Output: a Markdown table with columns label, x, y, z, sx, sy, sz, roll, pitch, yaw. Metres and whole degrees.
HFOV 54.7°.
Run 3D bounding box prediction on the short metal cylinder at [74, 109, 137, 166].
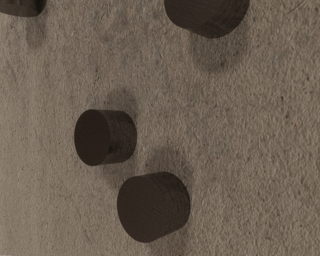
| label | x | y | z | sx | sy | sz | roll | pitch | yaw |
| --- | --- | --- | --- | --- | --- | --- | --- | --- | --- |
| short metal cylinder | -0.080 | 0.013 | 0.452 | 0.080 | 0.050 | 0.079 | 0 | 90 | 39 |

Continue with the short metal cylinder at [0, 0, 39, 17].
| label | x | y | z | sx | sy | sz | roll | pitch | yaw |
| --- | --- | --- | --- | --- | --- | --- | --- | --- | --- |
| short metal cylinder | -0.275 | -0.250 | 0.592 | 0.080 | 0.081 | 0.050 | 5 | 94 | 39 |

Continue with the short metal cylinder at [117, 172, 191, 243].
| label | x | y | z | sx | sy | sz | roll | pitch | yaw |
| --- | --- | --- | --- | --- | --- | --- | --- | --- | --- |
| short metal cylinder | -0.009 | 0.098 | 0.394 | 0.080 | 0.050 | 0.079 | 0 | 90 | 39 |

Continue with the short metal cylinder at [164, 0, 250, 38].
| label | x | y | z | sx | sy | sz | roll | pitch | yaw |
| --- | --- | --- | --- | --- | --- | --- | --- | --- | --- |
| short metal cylinder | 0.052 | -0.145 | 0.345 | 0.080 | 0.050 | 0.079 | 0 | 90 | 39 |
